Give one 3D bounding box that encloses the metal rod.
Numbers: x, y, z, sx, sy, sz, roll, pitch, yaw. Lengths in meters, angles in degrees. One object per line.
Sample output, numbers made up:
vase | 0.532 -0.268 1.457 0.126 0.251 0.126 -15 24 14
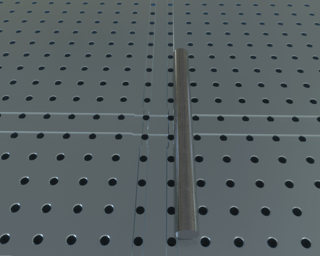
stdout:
metal rod | 0.031 -0.006 0.412 0.025 0.025 0.300 1 50 1
